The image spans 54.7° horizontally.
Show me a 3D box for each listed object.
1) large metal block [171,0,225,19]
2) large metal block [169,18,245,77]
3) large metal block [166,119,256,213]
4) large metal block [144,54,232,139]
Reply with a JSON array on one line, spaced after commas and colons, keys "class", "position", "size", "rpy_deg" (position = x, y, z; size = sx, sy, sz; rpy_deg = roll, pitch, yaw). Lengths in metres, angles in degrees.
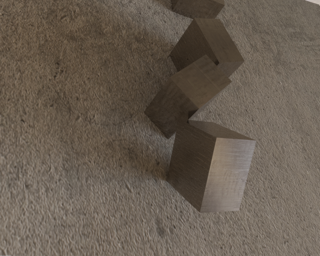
[{"class": "large metal block", "position": [0.068, -0.249, 0.576], "size": [0.081, 0.050, 0.080], "rpy_deg": [12, 57, -22]}, {"class": "large metal block", "position": [0.068, -0.107, 0.470], "size": [0.050, 0.080, 0.080], "rpy_deg": [-11, 68, -33]}, {"class": "large metal block", "position": [0.054, 0.039, 0.352], "size": [0.050, 0.080, 0.079], "rpy_deg": [5, 102, -26]}, {"class": "large metal block", "position": [0.036, -0.041, 0.413], "size": [0.050, 0.080, 0.080], "rpy_deg": [48, 51, 5]}]
